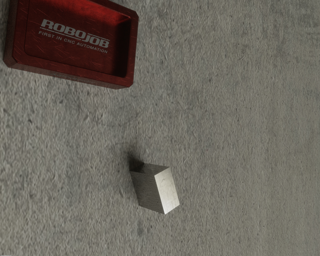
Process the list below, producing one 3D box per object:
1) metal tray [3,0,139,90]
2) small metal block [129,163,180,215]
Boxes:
[{"bbox_3d":[-0.087,-0.097,0.328,0.131,0.030,0.089,7,85,-40],"label":"metal tray"},{"bbox_3d":[-0.007,0.073,0.383,0.025,0.050,0.050,-24,105,-38],"label":"small metal block"}]
